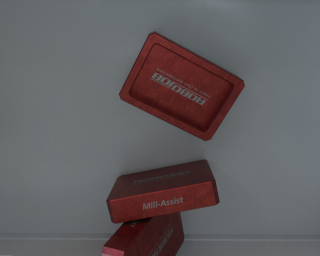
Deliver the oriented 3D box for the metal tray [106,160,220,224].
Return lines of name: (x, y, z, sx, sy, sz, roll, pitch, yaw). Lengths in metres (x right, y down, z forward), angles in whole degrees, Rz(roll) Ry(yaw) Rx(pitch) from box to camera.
metal tray: (0.004, 0.079, 0.403, 0.131, 0.090, 0.030, -11, 100, 4)

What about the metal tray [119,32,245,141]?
metal tray: (0.026, -0.051, 0.390, 0.131, 0.030, 0.089, 26, 108, -10)

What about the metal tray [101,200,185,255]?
metal tray: (-0.014, 0.147, 0.393, 0.030, 0.131, 0.089, 1, 113, 29)
